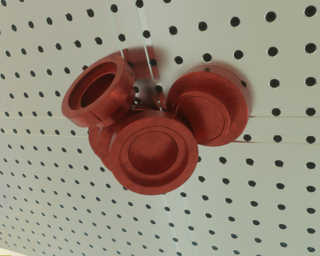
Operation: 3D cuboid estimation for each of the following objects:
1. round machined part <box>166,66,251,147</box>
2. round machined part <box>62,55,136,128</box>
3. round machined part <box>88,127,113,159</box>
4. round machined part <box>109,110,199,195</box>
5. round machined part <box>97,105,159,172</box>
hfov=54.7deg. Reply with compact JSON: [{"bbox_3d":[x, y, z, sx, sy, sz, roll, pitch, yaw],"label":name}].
[{"bbox_3d":[0.052,-0.019,0.360,0.098,0.042,0.097,13,124,20],"label":"round machined part"},{"bbox_3d":[-0.069,-0.040,0.381,0.098,0.098,0.042,-13,137,33],"label":"round machined part"},{"bbox_3d":[-0.061,0.014,0.440,0.098,0.042,0.097,13,124,20],"label":"round machined part"},{"bbox_3d":[-0.009,0.025,0.357,0.099,0.042,0.097,-3,113,-7],"label":"round machined part"},{"bbox_3d":[-0.030,0.023,0.398,0.099,0.042,0.097,-4,110,-10],"label":"round machined part"}]
